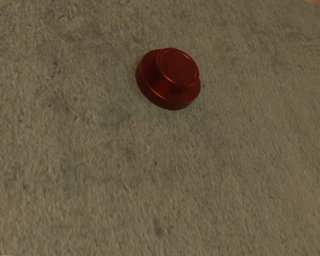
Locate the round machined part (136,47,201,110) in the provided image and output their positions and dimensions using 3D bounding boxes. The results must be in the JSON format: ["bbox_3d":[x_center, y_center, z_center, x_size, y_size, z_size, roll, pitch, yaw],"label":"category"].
[{"bbox_3d":[0.018,-0.078,0.452,0.099,0.042,0.098,14,56,-21],"label":"round machined part"}]
